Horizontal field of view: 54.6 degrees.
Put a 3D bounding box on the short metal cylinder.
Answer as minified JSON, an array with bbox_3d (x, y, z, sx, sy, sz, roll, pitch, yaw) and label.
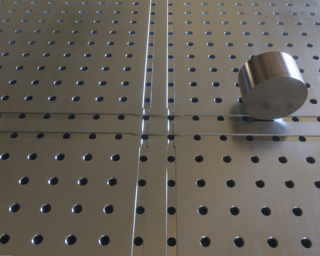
[{"bbox_3d":[0.150,-0.055,0.419,0.080,0.080,0.050,0,50,0],"label":"short metal cylinder"}]
